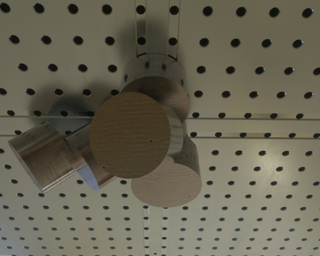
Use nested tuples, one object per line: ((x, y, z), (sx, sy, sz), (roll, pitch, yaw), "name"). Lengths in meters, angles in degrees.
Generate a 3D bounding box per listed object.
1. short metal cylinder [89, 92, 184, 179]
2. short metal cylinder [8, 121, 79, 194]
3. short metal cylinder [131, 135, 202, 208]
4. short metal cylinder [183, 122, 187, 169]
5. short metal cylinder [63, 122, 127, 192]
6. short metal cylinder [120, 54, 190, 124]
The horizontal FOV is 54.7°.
((-0.022, 0.008, 0.307), (0.080, 0.080, 0.050), (-19, 171, 15), "short metal cylinder")
((-0.149, 0.037, 0.397), (0.050, 0.080, 0.080), (-35, 136, -27), "short metal cylinder")
((0.007, 0.051, 0.370), (0.081, 0.050, 0.079), (0, 130, 0), "short metal cylinder")
((-0.002, 0.022, 0.413), (0.081, 0.050, 0.079), (0, 130, 0), "short metal cylinder")
((-0.080, 0.033, 0.394), (0.050, 0.080, 0.080), (-34, 136, -27), "short metal cylinder")
((-0.007, -0.039, 0.361), (0.081, 0.050, 0.079), (0, 130, 0), "short metal cylinder")
